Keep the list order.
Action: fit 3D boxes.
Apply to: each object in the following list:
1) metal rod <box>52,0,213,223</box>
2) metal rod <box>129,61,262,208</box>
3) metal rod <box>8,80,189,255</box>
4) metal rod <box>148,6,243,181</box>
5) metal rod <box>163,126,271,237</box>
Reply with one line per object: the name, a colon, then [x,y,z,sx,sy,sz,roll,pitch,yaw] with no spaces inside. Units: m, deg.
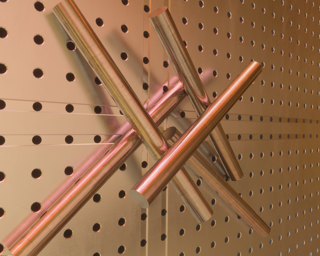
metal rod: [-0.023,-0.008,0.361,0.025,0.025,0.299,-43,107,-32]
metal rod: [0.065,-0.012,0.400,0.302,0.025,0.025,-44,117,-38]
metal rod: [-0.047,0.028,0.371,0.301,0.025,0.025,-47,119,-30]
metal rod: [0.062,-0.026,0.436,0.025,0.025,0.299,-52,129,-27]
metal rod: [0.103,0.099,0.498,0.300,0.025,0.025,45,63,-31]
